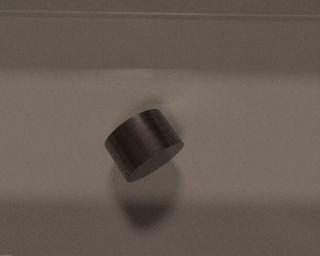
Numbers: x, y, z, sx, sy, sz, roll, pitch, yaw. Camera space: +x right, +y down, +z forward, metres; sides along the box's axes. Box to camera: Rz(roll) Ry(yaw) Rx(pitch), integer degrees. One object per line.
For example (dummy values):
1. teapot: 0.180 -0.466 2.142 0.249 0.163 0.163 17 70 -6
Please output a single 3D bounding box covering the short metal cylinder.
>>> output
1. short metal cylinder: -0.019 0.022 0.372 0.080 0.080 0.050 -32 74 -11
